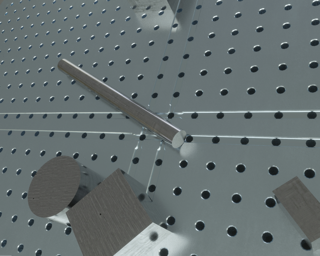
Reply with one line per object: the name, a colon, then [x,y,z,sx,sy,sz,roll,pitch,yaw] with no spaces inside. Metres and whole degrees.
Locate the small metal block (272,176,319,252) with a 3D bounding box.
small metal block: [0.130,0.078,0.276,0.025,0.050,0.050,-34,52,6]

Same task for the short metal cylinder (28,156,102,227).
short metal cylinder: [-0.122,0.083,0.404,0.080,0.050,0.080,-13,56,20]

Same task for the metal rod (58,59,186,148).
metal rod: [-0.076,-0.050,0.477,0.300,0.025,0.025,33,80,37]

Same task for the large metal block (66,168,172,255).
large metal block: [-0.047,0.107,0.350,0.080,0.050,0.080,-40,51,0]

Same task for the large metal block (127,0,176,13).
large metal block: [-0.010,-0.257,0.554,0.080,0.050,0.080,9,66,31]
